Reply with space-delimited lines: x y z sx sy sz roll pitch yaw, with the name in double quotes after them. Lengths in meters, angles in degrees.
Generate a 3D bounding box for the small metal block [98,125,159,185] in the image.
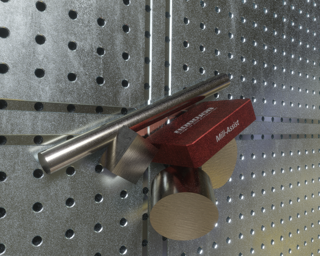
-0.035 0.032 0.359 0.050 0.025 0.050 -56 143 -7 "small metal block"

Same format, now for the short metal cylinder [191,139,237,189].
0.065 0.040 0.436 0.081 0.050 0.079 -11 106 -42 "short metal cylinder"

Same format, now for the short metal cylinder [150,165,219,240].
0.028 0.092 0.384 0.080 0.080 0.050 55 17 -26 "short metal cylinder"

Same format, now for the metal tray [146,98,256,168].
0.053 0.002 0.406 0.131 0.090 0.030 -33 111 -35 "metal tray"

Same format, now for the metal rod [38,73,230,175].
-0.008 -0.020 0.398 0.302 0.025 0.025 -27 107 -37 "metal rod"
